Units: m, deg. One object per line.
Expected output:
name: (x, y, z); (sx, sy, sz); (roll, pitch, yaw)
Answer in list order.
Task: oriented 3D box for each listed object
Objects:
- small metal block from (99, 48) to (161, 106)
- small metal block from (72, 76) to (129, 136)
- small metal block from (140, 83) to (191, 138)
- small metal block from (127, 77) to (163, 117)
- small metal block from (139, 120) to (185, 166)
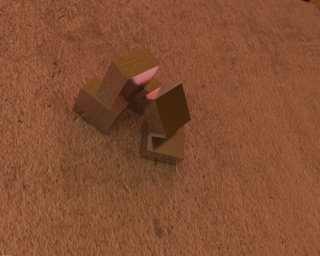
small metal block: (-0.034, -0.056, 0.342); (0.050, 0.050, 0.025); (-33, 81, -38)
small metal block: (-0.072, -0.025, 0.367); (0.050, 0.050, 0.025); (39, 51, -3)
small metal block: (0.008, -0.022, 0.377); (0.050, 0.025, 0.050); (-36, 119, -39)
small metal block: (-0.032, -0.048, 0.403); (0.050, 0.050, 0.025); (28, 52, -11)
small metal block: (0.003, 0.017, 0.398); (0.050, 0.025, 0.050); (15, 56, -20)
